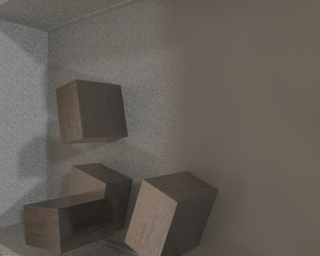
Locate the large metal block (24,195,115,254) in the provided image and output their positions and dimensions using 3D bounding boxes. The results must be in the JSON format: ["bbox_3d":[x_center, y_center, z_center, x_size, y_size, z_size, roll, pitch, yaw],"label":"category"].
[{"bbox_3d":[-0.117,0.120,0.403,0.080,0.081,0.050,-8,85,40],"label":"large metal block"}]

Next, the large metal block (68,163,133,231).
[{"bbox_3d":[-0.094,0.105,0.468,0.080,0.050,0.079,17,101,38],"label":"large metal block"}]

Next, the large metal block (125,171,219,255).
[{"bbox_3d":[0.015,0.101,0.359,0.050,0.081,0.079,27,107,37],"label":"large metal block"}]

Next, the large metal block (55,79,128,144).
[{"bbox_3d":[-0.099,-0.021,0.453,0.050,0.081,0.080,-15,81,39],"label":"large metal block"}]
